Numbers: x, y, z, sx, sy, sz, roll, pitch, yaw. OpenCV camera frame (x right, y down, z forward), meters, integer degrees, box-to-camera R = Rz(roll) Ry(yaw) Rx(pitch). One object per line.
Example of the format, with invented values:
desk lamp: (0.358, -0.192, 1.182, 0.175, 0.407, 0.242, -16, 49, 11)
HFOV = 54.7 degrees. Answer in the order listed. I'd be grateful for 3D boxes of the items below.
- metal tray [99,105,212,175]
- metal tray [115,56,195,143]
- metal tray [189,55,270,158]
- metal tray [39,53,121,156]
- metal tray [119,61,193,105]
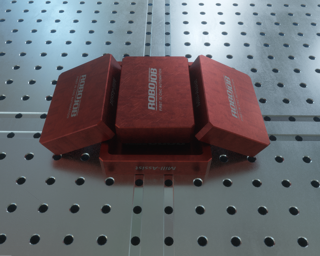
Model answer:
metal tray: (-0.005, 0.013, 0.394, 0.131, 0.030, 0.090, 0, 50, 0)
metal tray: (-0.006, -0.041, 0.399, 0.091, 0.030, 0.130, 0, 50, -1)
metal tray: (0.087, -0.032, 0.407, 0.091, 0.030, 0.130, 18, 47, -21)
metal tray: (-0.100, -0.034, 0.408, 0.090, 0.030, 0.130, -17, 47, 19)
metal tray: (-0.006, -0.057, 0.452, 0.131, 0.030, 0.090, 0, 50, 0)
